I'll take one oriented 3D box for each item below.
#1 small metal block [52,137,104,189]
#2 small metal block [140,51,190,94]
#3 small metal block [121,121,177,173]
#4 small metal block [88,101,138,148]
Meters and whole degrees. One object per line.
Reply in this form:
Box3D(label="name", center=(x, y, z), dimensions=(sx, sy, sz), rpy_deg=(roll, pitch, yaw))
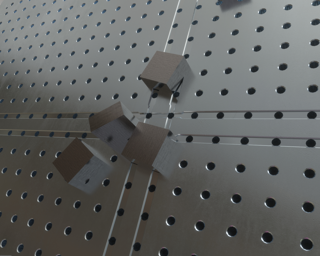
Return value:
Box3D(label="small metal block", center=(-0.116, 0.049, 0.437), dimensions=(0.050, 0.025, 0.050), rpy_deg=(-48, 52, -6))
Box3D(label="small metal block", center=(0.007, -0.082, 0.454), dimensions=(0.050, 0.025, 0.050), rpy_deg=(21, 72, 35))
Box3D(label="small metal block", center=(-0.014, 0.024, 0.400), dimensions=(0.050, 0.025, 0.050), rpy_deg=(15, 69, 34))
Box3D(label="small metal block", center=(-0.061, -0.004, 0.425), dimensions=(0.050, 0.050, 0.025), rpy_deg=(-27, 53, 11))
